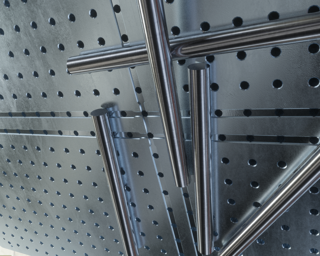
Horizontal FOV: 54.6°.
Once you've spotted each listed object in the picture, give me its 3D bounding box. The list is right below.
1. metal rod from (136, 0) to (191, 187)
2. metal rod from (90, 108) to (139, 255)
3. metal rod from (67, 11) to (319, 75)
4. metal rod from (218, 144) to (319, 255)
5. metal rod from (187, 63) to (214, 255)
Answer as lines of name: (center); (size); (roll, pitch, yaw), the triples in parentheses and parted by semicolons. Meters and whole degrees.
metal rod: (0.007, -0.043, 0.354); (0.025, 0.025, 0.299); (7, 130, 24)
metal rod: (-0.070, 0.107, 0.514); (0.025, 0.025, 0.298); (7, 122, 25)
metal rod: (0.014, -0.088, 0.349); (0.300, 0.025, 0.025); (-2, 118, 29)
metal rod: (0.150, 0.093, 0.389); (0.025, 0.025, 0.298); (31, 129, 8)
metal rod: (0.058, 0.061, 0.418); (0.025, 0.025, 0.298); (8, 122, 24)
